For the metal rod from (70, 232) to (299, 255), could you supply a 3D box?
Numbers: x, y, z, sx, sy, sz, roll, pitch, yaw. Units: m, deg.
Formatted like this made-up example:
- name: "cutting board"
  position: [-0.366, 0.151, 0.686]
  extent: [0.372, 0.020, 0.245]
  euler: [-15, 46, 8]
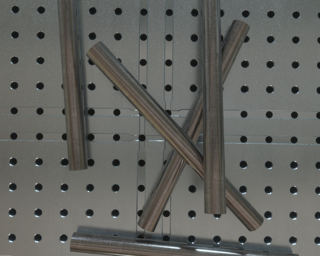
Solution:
- name: "metal rod"
  position: [0.034, 0.167, 0.413]
  extent: [0.302, 0.025, 0.025]
  euler: [6, 90, -1]

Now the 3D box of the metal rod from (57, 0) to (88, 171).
- name: "metal rod"
  position: [-0.118, -0.094, 0.411]
  extent: [0.025, 0.025, 0.298]
  euler: [-4, 90, -1]

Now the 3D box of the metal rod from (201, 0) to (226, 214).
- name: "metal rod"
  position: [0.065, -0.048, 0.385]
  extent: [0.025, 0.025, 0.299]
  euler: [1, 79, -1]

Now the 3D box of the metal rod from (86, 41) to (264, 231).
- name: "metal rod"
  position: [0.022, 0.014, 0.386]
  extent: [0.025, 0.025, 0.300]
  euler: [-43, 95, 0]

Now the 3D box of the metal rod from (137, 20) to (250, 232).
- name: "metal rod"
  position: [0.045, -0.003, 0.413]
  extent: [0.025, 0.025, 0.299]
  euler: [25, 90, -1]
